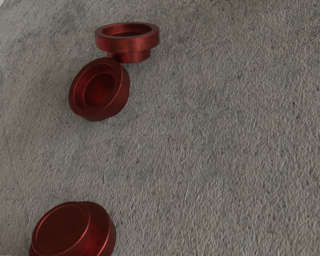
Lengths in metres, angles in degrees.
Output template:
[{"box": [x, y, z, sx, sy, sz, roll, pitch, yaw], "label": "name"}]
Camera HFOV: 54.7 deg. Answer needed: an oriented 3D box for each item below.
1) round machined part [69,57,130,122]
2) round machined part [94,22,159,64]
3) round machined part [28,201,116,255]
[{"box": [-0.086, -0.054, 0.466, 0.098, 0.042, 0.098, -12, 63, 25], "label": "round machined part"}, {"box": [-0.049, -0.132, 0.481, 0.099, 0.042, 0.098, -1, 32, 1], "label": "round machined part"}, {"box": [-0.104, 0.123, 0.352, 0.098, 0.042, 0.098, -12, 39, 10], "label": "round machined part"}]
